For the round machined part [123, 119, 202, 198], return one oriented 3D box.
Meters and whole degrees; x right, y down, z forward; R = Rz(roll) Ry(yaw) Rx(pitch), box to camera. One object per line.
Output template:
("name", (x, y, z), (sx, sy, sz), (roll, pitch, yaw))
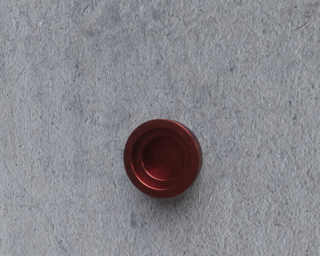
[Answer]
("round machined part", (0.006, 0.037, 0.398), (0.098, 0.042, 0.097), (0, 90, 19))
